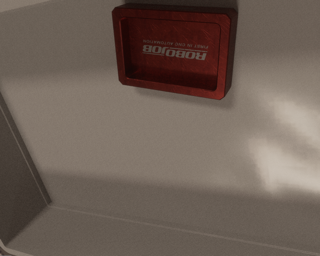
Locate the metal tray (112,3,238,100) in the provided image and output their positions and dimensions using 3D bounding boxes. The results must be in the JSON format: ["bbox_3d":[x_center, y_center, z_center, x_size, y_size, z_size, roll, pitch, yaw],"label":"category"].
[{"bbox_3d":[0.014,-0.086,0.343,0.130,0.030,0.089,12,123,21],"label":"metal tray"}]
